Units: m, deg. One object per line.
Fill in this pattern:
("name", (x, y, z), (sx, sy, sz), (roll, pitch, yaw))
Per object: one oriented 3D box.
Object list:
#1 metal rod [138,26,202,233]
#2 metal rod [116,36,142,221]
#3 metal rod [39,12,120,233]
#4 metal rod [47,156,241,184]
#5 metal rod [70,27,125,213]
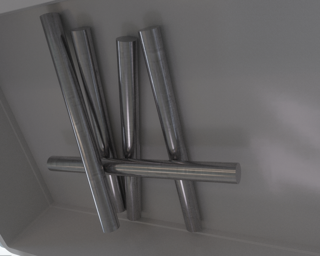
("metal rod", (0.020, 0.020, 0.410), (0.025, 0.025, 0.298), (1, 119, 28))
("metal rod", (-0.041, 0.021, 0.443), (0.025, 0.025, 0.298), (14, 124, 20))
("metal rod", (-0.105, -0.001, 0.417), (0.025, 0.025, 0.298), (-9, 100, 32))
("metal rod", (-0.041, 0.055, 0.430), (0.300, 0.025, 0.025), (-1, 118, 28))
("metal rod", (-0.084, 0.007, 0.456), (0.025, 0.025, 0.298), (7, 122, 24))
